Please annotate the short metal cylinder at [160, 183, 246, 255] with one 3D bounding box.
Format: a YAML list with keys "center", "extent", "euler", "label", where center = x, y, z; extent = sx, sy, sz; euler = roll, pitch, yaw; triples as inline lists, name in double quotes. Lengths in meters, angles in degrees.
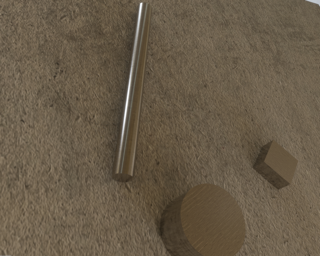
- center: [0.047, 0.109, 0.347]
  extent: [0.081, 0.050, 0.080]
  euler: [14, 56, -21]
  label: "short metal cylinder"

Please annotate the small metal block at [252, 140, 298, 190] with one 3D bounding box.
- center: [0.173, 0.055, 0.464]
  extent: [0.050, 0.025, 0.050]
  euler: [40, 51, -1]
  label: "small metal block"

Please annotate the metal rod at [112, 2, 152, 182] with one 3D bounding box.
- center: [-0.033, -0.070, 0.428]
  extent: [0.025, 0.025, 0.300]
  euler: [17, 55, -19]
  label: "metal rod"
